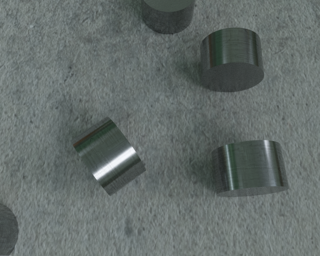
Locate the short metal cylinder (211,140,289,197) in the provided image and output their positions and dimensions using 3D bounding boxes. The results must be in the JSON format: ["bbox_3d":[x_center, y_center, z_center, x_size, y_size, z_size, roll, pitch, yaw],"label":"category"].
[{"bbox_3d":[0.103,0.050,0.362,0.081,0.080,0.050,-3,70,-2],"label":"short metal cylinder"}]

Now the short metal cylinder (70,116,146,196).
[{"bbox_3d":[-0.061,0.033,0.366,0.050,0.080,0.080,-35,74,-12],"label":"short metal cylinder"}]

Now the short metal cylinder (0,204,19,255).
[{"bbox_3d":[-0.211,0.121,0.348,0.081,0.050,0.080,0,70,0],"label":"short metal cylinder"}]

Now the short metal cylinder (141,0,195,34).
[{"bbox_3d":[0.012,-0.189,0.464,0.081,0.050,0.080,0,70,0],"label":"short metal cylinder"}]

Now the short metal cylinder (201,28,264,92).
[{"bbox_3d":[0.094,-0.088,0.412,0.081,0.080,0.050,1,70,0],"label":"short metal cylinder"}]
